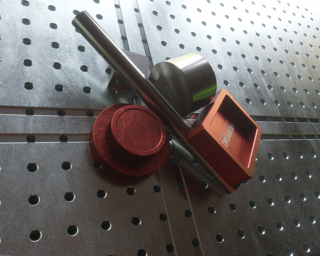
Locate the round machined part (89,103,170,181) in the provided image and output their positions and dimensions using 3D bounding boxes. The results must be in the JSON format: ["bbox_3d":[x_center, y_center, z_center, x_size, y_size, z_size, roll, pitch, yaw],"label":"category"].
[{"bbox_3d":[-0.032,0.011,0.374,0.099,0.042,0.098,14,56,-21],"label":"round machined part"}]

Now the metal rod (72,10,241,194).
[{"bbox_3d":[-0.001,-0.030,0.405,0.300,0.025,0.025,48,51,-5],"label":"metal rod"}]

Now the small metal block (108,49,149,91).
[{"bbox_3d":[-0.044,-0.080,0.435,0.050,0.025,0.050,13,56,-22],"label":"small metal block"}]

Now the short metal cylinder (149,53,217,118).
[{"bbox_3d":[0.030,-0.058,0.426,0.050,0.080,0.080,-28,78,-38],"label":"short metal cylinder"}]

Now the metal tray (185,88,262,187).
[{"bbox_3d":[0.093,0.008,0.425,0.090,0.030,0.131,46,35,-6],"label":"metal tray"}]
